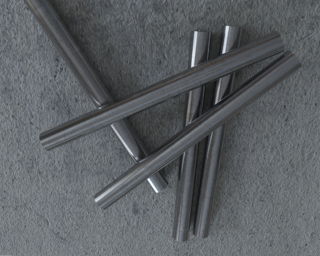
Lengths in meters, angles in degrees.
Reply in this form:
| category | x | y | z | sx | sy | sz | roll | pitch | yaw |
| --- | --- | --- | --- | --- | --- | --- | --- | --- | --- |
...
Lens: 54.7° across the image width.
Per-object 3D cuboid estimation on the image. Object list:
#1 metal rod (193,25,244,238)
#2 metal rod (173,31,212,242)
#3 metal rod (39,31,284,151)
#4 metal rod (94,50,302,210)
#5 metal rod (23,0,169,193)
| category | x | y | z | sx | sy | sz | roll | pitch | yaw |
| --- | --- | --- | --- | --- | --- | --- | --- | --- | --- |
| metal rod | 0.074 | 0.019 | 0.417 | 0.025 | 0.025 | 0.298 | 4 | 110 | -2 |
| metal rod | 0.040 | 0.025 | 0.419 | 0.025 | 0.025 | 0.298 | 3 | 110 | -1 |
| metal rod | -0.005 | -0.040 | 0.367 | 0.301 | 0.025 | 0.025 | -22 | 109 | 8 |
| metal rod | 0.037 | 0.010 | 0.385 | 0.300 | 0.025 | 0.025 | -37 | 106 | 12 |
| metal rod | -0.074 | -0.038 | 0.394 | 0.025 | 0.025 | 0.299 | -29 | 108 | 10 |
